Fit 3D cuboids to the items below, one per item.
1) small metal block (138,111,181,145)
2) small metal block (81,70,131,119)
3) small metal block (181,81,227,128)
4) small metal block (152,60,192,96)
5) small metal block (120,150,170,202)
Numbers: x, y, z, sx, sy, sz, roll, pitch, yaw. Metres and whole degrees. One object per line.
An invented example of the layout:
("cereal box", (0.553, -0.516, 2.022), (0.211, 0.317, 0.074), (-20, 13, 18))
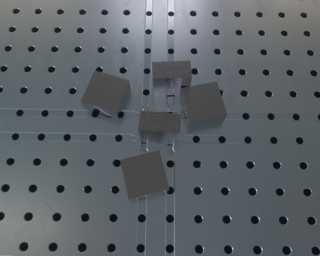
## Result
("small metal block", (0.000, 0.001, 0.398), (0.050, 0.050, 0.025), (5, 70, 2))
("small metal block", (-0.074, -0.046, 0.428), (0.050, 0.025, 0.050), (17, 71, 6))
("small metal block", (0.058, -0.032, 0.424), (0.050, 0.025, 0.050), (-11, 71, -4))
("small metal block", (0.015, -0.067, 0.423), (0.050, 0.050, 0.025), (-3, 70, -1))
("small metal block", (-0.019, 0.060, 0.390), (0.050, 0.025, 0.050), (-14, 71, -5))
